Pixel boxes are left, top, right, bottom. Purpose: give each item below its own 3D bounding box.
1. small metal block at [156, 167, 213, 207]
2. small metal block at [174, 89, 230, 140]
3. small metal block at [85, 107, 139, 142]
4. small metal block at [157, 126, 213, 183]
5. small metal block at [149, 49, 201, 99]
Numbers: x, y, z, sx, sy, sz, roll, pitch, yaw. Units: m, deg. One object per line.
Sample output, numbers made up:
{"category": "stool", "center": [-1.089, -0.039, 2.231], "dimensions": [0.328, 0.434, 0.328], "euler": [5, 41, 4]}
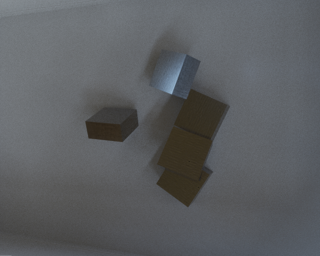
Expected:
{"category": "small metal block", "center": [0.032, 0.064, 0.399], "dimensions": [0.050, 0.025, 0.050], "euler": [34, 101, 16]}
{"category": "small metal block", "center": [0.053, -0.016, 0.392], "dimensions": [0.050, 0.025, 0.050], "euler": [27, 99, 18]}
{"category": "small metal block", "center": [-0.063, -0.006, 0.416], "dimensions": [0.050, 0.050, 0.025], "euler": [5, 117, 20]}
{"category": "small metal block", "center": [0.031, 0.032, 0.375], "dimensions": [0.050, 0.025, 0.050], "euler": [20, 77, 14]}
{"category": "small metal block", "center": [0.018, -0.069, 0.392], "dimensions": [0.050, 0.025, 0.050], "euler": [28, 101, 49]}
